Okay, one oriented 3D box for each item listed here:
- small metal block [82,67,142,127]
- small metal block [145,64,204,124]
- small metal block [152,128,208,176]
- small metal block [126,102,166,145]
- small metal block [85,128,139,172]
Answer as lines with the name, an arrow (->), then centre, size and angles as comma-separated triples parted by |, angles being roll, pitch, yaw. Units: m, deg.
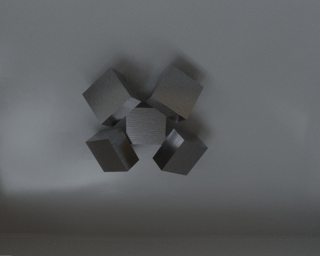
small metal block -> -0.060, -0.037, 0.381 | 0.050, 0.025, 0.050 | -41, 68, 14
small metal block -> 0.018, -0.041, 0.381 | 0.050, 0.025, 0.050 | 33, 69, -12
small metal block -> 0.027, 0.033, 0.410 | 0.050, 0.025, 0.050 | 19, 113, -44
small metal block -> -0.018, -0.006, 0.406 | 0.050, 0.025, 0.050 | 1, 110, -1
small metal block -> -0.063, 0.030, 0.407 | 0.050, 0.025, 0.050 | -9, 116, 44
